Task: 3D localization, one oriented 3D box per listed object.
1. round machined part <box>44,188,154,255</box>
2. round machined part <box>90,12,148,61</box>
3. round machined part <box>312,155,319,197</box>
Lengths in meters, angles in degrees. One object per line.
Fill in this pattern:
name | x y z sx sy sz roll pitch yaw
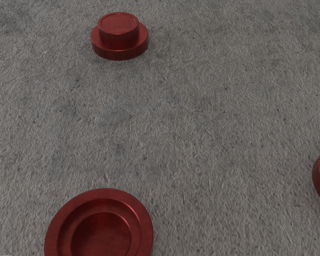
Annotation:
round machined part | -0.055 0.111 0.298 0.099 0.042 0.098 0 50 0
round machined part | -0.069 -0.162 0.527 0.099 0.042 0.098 0 50 0
round machined part | 0.218 0.064 0.340 0.099 0.042 0.098 0 50 0
